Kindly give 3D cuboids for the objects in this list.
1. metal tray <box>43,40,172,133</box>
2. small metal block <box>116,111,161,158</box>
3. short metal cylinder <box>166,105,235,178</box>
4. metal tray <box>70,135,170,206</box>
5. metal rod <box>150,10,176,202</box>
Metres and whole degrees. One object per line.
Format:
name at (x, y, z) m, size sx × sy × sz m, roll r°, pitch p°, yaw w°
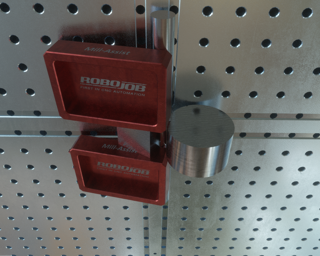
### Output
metal tray at (-0.054, -0.045, 0.346) m, size 0.131 × 0.030 × 0.089 m, roll 8°, pitch 131°, yaw 9°
small metal block at (-0.027, 0.004, 0.396) m, size 0.050 × 0.025 × 0.050 m, roll 22°, pitch 135°, yaw 23°
short metal cylinder at (0.048, 0.015, 0.384) m, size 0.081 × 0.080 × 0.050 m, roll 0°, pitch 130°, yaw 0°
metal tray at (-0.053, 0.061, 0.437) m, size 0.131 × 0.030 × 0.089 m, roll 8°, pitch 131°, yaw 9°
metal rod at (0.002, 0.000, 0.406) m, size 0.025 × 0.025 × 0.298 m, roll 0°, pitch 130°, yaw 0°
